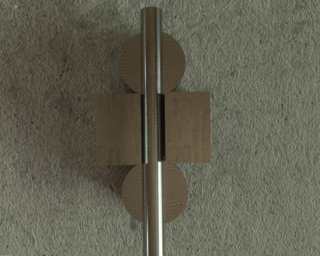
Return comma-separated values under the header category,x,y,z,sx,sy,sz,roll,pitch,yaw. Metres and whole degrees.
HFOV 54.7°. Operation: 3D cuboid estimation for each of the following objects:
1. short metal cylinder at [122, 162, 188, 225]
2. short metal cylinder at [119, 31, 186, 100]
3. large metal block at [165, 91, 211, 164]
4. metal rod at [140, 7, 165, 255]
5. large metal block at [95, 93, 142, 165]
category,x,y,z,sx,sy,sz,roll,pitch,yaw
short metal cylinder,-0.006,0.078,0.399,0.081,0.050,0.080,0,90,0
short metal cylinder,-0.009,-0.078,0.398,0.081,0.050,0.080,0,90,0
large metal block,0.031,-0.001,0.384,0.050,0.080,0.080,-1,90,0
metal rod,-0.009,0.013,0.361,0.025,0.025,0.298,-1,90,0
large metal block,-0.046,0.001,0.383,0.050,0.080,0.080,-1,90,0
